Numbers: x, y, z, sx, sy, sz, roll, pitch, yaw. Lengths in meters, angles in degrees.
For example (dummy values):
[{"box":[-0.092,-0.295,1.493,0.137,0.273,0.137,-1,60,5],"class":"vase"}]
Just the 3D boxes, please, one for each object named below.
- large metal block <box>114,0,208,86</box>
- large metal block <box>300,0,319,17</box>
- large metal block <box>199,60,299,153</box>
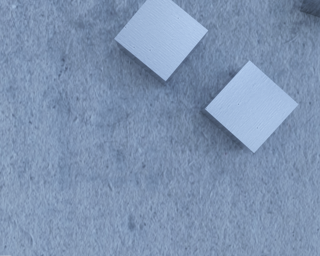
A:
[{"box":[0.001,-0.113,0.397,0.080,0.050,0.080,40,90,-1],"class":"large metal block"},{"box":[0.243,-0.186,0.401,0.080,0.050,0.080,18,90,-1],"class":"large metal block"},{"box":[0.111,-0.026,0.399,0.080,0.050,0.080,42,90,-1],"class":"large metal block"}]
